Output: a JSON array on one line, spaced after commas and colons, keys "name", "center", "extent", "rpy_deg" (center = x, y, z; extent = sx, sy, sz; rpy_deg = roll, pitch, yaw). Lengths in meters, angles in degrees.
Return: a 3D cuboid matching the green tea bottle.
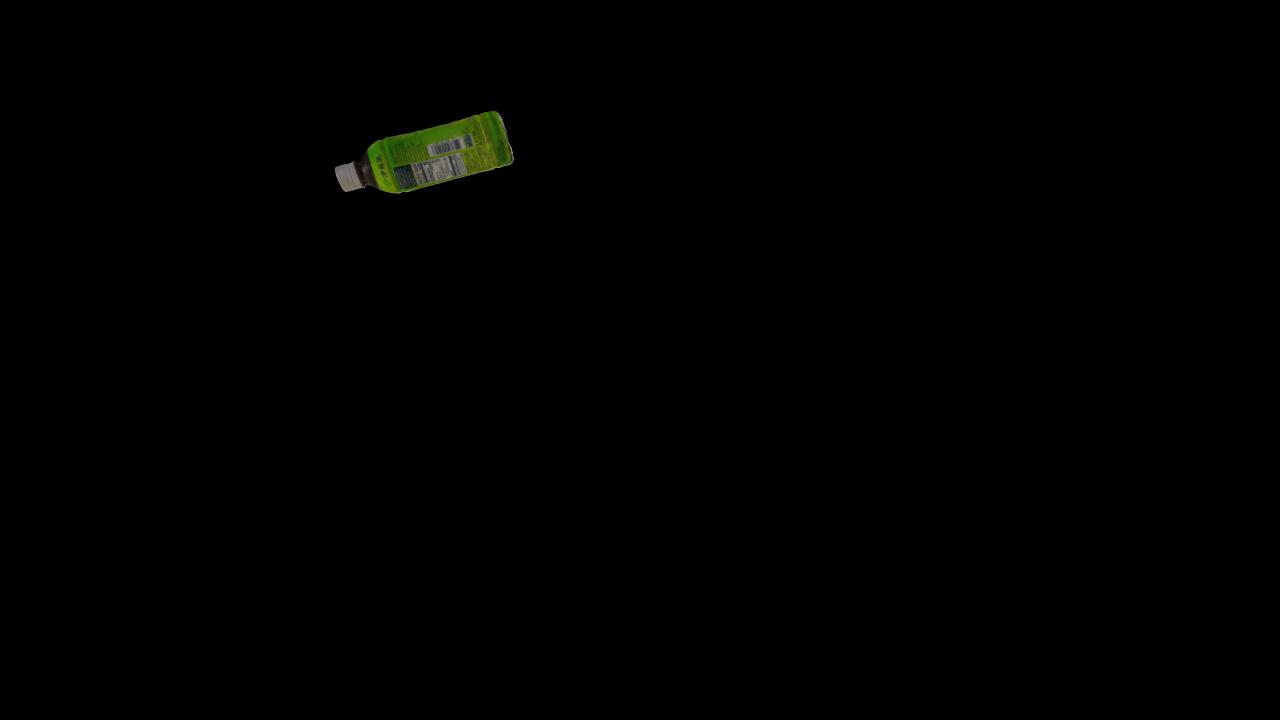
[{"name": "green tea bottle", "center": [-0.270, -0.254, 0.772], "extent": [0.212, 0.073, 0.073], "rpy_deg": [-18, 4, -13]}]
